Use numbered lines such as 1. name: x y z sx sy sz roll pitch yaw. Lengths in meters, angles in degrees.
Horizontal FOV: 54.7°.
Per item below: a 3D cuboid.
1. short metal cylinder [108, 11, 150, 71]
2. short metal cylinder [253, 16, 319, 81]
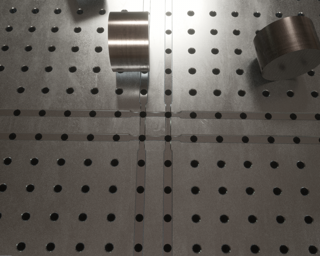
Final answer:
1. short metal cylinder: -0.040 -0.118 0.425 0.050 0.080 0.080 -1 70 -1
2. short metal cylinder: 0.174 -0.106 0.424 0.081 0.080 0.050 -7 71 -3
